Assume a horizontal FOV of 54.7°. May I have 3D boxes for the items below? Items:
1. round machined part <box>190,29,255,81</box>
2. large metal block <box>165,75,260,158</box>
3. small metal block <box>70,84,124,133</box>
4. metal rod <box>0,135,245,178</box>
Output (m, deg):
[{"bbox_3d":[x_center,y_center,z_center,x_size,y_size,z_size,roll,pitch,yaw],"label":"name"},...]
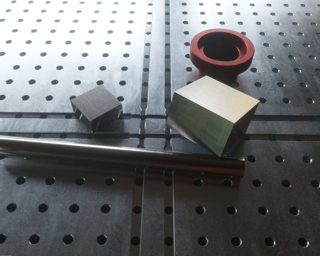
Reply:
[{"bbox_3d":[0.096,-0.113,0.493,0.099,0.042,0.098,0,50,0],"label":"round machined part"},{"bbox_3d":[0.067,-0.019,0.393,0.080,0.050,0.081,31,37,23],"label":"large metal block"},{"bbox_3d":[-0.087,-0.028,0.430,0.050,0.025,0.050,-33,58,-25],"label":"small metal block"},{"bbox_3d":[-0.052,0.034,0.377,0.302,0.025,0.025,5,50,3],"label":"metal rod"}]
